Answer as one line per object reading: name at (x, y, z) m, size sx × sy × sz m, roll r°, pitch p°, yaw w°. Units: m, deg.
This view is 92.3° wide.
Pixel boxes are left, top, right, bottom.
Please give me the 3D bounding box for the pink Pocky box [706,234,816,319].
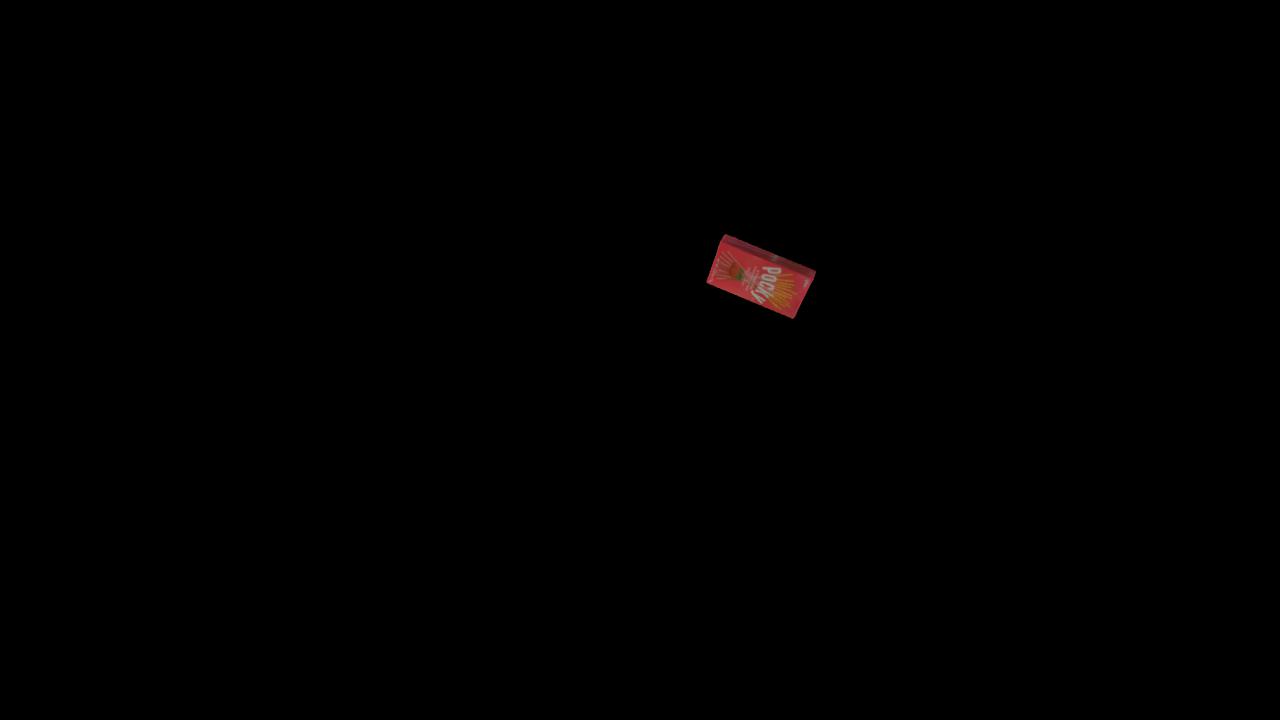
pink Pocky box at (0.189, -0.131, 0.972) m, size 0.155 × 0.084 × 0.029 m, roll 24°, pitch 44°, yaw 8°
